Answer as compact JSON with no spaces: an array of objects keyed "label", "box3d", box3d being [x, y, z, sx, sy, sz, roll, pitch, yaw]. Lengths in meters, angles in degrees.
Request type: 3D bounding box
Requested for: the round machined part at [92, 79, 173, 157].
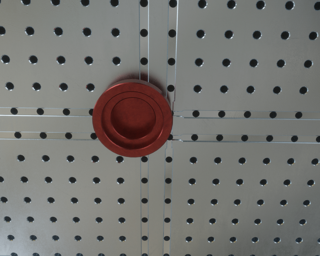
[{"label":"round machined part","box3d":[-0.034,-0.015,0.399,0.099,0.042,0.097,0,110,0]}]
